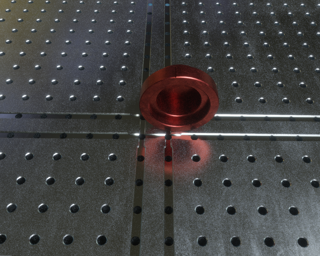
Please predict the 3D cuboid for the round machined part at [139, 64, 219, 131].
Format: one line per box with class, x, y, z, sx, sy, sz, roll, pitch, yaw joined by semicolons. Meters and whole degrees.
round machined part;0.024;-0.042;0.396;0.099;0.097;0.042;0;50;0
